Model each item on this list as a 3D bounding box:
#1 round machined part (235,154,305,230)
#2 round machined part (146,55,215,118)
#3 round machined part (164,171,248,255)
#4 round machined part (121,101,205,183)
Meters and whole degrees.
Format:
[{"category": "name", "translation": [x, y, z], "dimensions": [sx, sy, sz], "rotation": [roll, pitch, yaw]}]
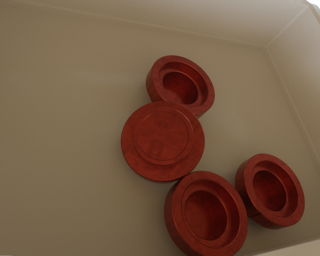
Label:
[{"category": "round machined part", "translation": [0.141, 0.087, 0.417], "dimensions": [0.099, 0.042, 0.098], "rotation": [14, 56, -21]}, {"category": "round machined part", "translation": [0.025, -0.052, 0.439], "dimensions": [0.099, 0.042, 0.098], "rotation": [14, 56, -21]}, {"category": "round machined part", "translation": [0.048, 0.102, 0.358], "dimensions": [0.099, 0.042, 0.098], "rotation": [14, 56, -21]}, {"category": "round machined part", "translation": [0.003, 0.014, 0.362], "dimensions": [0.099, 0.042, 0.098], "rotation": [0, 74, 0]}]
